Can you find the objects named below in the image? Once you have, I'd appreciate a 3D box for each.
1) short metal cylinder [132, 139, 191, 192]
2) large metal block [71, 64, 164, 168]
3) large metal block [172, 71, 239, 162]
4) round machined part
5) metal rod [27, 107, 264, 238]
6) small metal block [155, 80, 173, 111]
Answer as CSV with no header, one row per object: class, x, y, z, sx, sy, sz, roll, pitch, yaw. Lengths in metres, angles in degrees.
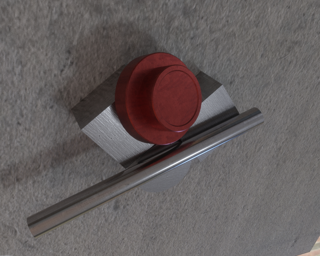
short metal cylinder,-0.005,0.039,0.414,0.081,0.050,0.079,-14,125,-21
large metal block,-0.041,-0.012,0.362,0.080,0.050,0.080,-41,130,-1
large metal block,0.055,-0.015,0.415,0.080,0.050,0.080,-41,130,0
round machined part,0.006,-0.030,0.326,0.099,0.042,0.097,-3,94,-40
metal rod,-0.005,0.046,0.370,0.302,0.025,0.025,-25,128,-13
small metal block,0.011,-0.054,0.381,0.050,0.025,0.050,-40,130,-1
